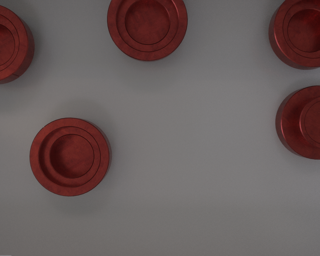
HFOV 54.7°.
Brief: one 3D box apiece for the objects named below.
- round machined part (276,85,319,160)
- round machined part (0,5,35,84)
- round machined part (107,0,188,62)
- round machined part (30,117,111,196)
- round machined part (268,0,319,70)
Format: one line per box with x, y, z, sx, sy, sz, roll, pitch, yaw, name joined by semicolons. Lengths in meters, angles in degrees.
0.208;-0.007;0.404;0.099;0.042;0.097;0;90;0;round machined part
-0.211;-0.105;0.401;0.099;0.042;0.097;0;90;0;round machined part
-0.016;-0.135;0.398;0.099;0.042;0.097;0;98;-2;round machined part
-0.112;0.036;0.402;0.099;0.042;0.097;0;90;0;round machined part
0.190;-0.124;0.404;0.099;0.042;0.097;0;90;0;round machined part
